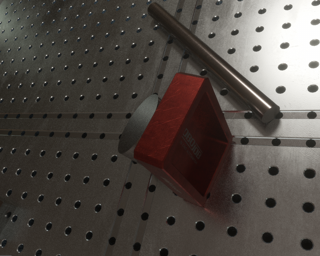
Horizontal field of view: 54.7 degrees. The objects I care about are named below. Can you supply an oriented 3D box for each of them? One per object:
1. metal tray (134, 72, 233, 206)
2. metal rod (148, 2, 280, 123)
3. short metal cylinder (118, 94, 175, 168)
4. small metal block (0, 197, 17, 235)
[{"bbox_3d":[0.032,0.018,0.311,0.030,0.130,0.090,18,71,31],"label":"metal tray"},{"bbox_3d":[0.058,-0.111,0.444,0.025,0.025,0.300,-38,51,3],"label":"metal rod"},{"bbox_3d":[-0.006,0.007,0.367,0.080,0.050,0.080,-47,22,27],"label":"short metal cylinder"},{"bbox_3d":[-0.249,0.128,0.458,0.050,0.025,0.050,15,69,33],"label":"small metal block"}]
